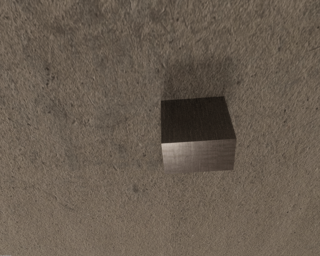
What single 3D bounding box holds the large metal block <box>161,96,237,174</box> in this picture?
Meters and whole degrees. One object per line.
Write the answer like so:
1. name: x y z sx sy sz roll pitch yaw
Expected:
1. large metal block: 0.043 0.007 0.378 0.080 0.080 0.050 -4 130 3
